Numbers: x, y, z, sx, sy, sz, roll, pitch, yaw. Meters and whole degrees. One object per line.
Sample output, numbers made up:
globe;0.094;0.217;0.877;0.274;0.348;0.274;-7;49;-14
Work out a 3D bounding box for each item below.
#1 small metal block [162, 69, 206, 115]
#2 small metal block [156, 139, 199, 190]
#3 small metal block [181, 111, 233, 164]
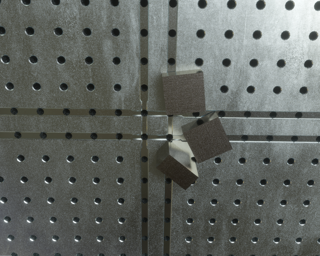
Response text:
small metal block;0.030;-0.046;0.397;0.050;0.025;0.050;-6;110;2
small metal block;0.022;0.048;0.418;0.050;0.050;0.025;39;106;-13
small metal block;0.063;0.013;0.418;0.050;0.025;0.050;-25;108;8
